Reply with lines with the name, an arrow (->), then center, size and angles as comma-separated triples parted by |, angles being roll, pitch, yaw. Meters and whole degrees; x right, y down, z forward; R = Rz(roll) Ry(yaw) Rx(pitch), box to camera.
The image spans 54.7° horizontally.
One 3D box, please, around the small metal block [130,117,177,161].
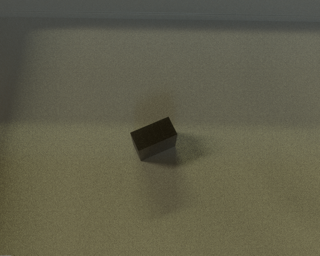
small metal block -> -0.007, 0.015, 0.391 | 0.050, 0.050, 0.025 | -23, 72, -8
